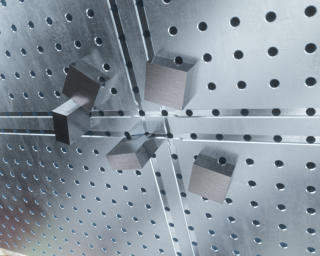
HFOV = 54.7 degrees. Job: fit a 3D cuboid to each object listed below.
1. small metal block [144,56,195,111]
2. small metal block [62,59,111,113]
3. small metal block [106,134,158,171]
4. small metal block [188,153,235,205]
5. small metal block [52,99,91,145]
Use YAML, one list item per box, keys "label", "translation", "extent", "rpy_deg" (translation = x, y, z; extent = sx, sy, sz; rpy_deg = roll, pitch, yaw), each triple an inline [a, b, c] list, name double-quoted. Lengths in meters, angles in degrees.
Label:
- label: "small metal block"
  translation: [0.010, -0.054, 0.371]
  extent: [0.050, 0.025, 0.050]
  rpy_deg: [17, 125, 17]
- label: "small metal block"
  translation: [-0.102, -0.058, 0.427]
  extent: [0.050, 0.025, 0.050]
  rpy_deg: [34, 129, 5]
- label: "small metal block"
  translation: [-0.039, 0.034, 0.435]
  extent: [0.050, 0.050, 0.025]
  rpy_deg: [-8, 114, 31]
- label: "small metal block"
  translation: [0.069, 0.068, 0.417]
  extent: [0.050, 0.025, 0.050]
  rpy_deg: [18, 126, 17]
- label: "small metal block"
  translation: [-0.128, -0.011, 0.454]
  extent: [0.025, 0.050, 0.050]
  rpy_deg: [17, 125, 18]
